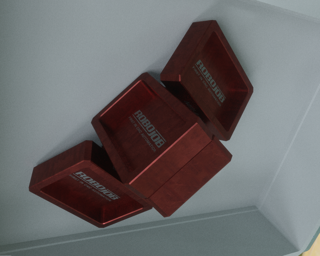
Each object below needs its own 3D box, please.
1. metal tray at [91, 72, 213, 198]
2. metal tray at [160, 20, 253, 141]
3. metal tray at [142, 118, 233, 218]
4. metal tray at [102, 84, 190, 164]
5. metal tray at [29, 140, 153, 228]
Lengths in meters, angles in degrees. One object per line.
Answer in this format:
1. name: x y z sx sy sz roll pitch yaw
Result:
1. metal tray: -0.016 0.000 0.329 0.090 0.130 0.030 -42 129 1
2. metal tray: 0.065 -0.054 0.384 0.130 0.030 0.090 46 66 -39
3. metal tray: 0.017 0.035 0.355 0.090 0.130 0.030 -42 106 0
4. metal tray: 0.000 0.014 0.413 0.130 0.030 0.090 -43 130 1
5. metal tray: -0.080 0.076 0.385 0.090 0.030 0.130 -27 133 19
